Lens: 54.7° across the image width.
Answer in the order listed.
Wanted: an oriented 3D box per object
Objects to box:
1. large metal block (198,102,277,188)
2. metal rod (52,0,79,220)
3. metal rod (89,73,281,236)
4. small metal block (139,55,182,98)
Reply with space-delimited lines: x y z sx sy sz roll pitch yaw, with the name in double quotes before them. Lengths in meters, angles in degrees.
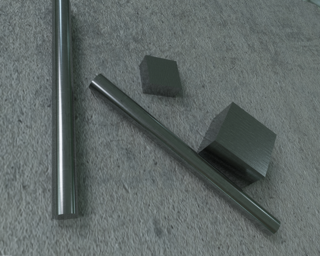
"large metal block" 0.107 0.024 0.433 0.080 0.050 0.080 36 51 -5
"metal rod" -0.116 -0.045 0.369 0.025 0.025 0.299 4 60 -26
"metal rod" 0.033 0.035 0.401 0.300 0.025 0.025 40 51 -2
"small metal block" 0.000 -0.075 0.451 0.050 0.025 0.050 5 59 -26
